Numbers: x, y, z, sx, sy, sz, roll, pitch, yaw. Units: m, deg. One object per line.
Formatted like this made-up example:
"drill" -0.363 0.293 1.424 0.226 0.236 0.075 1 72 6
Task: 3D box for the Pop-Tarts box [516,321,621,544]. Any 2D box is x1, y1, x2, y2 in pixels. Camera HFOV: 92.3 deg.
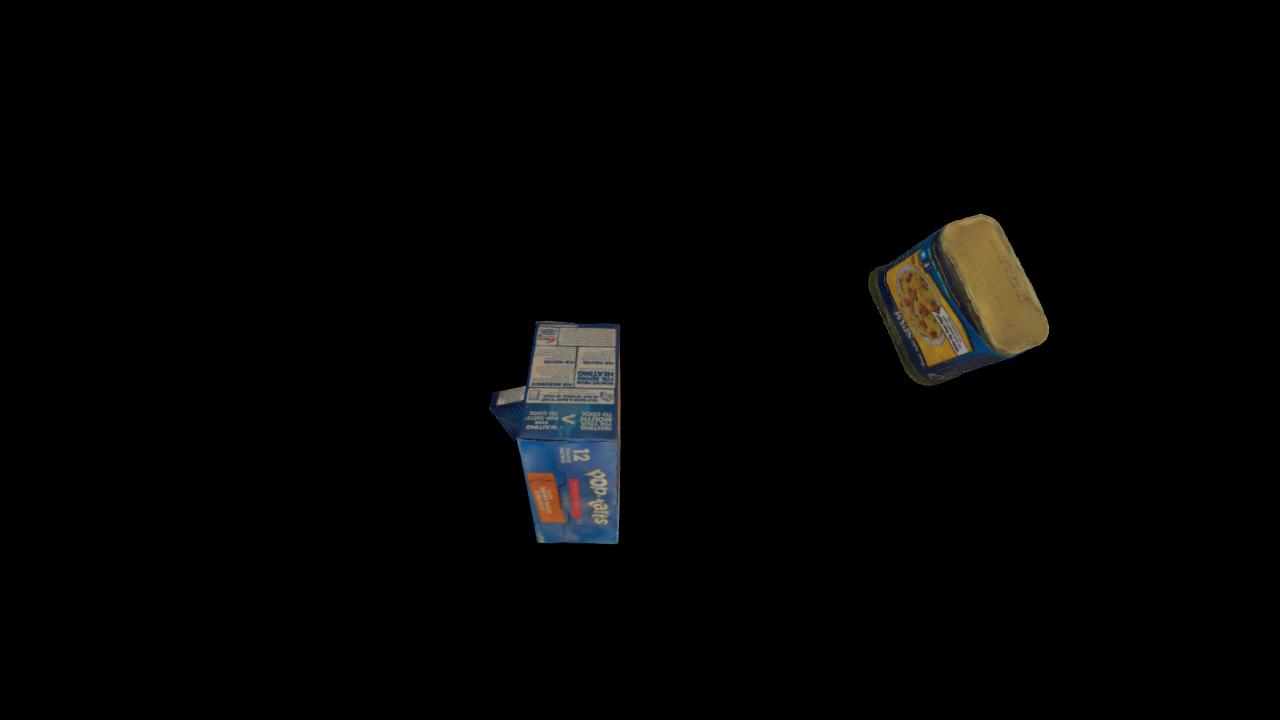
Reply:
"Pop-Tarts box" -0.060 0.071 0.583 0.083 0.141 0.167 0 -44 -1

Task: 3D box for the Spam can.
"Spam can" 0.224 -0.041 0.440 0.058 0.101 0.085 -18 -11 -15

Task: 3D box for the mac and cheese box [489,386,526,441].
"mac and cheese box" -0.133 0.074 0.968 0.184 0.041 0.093 -12 -45 13
